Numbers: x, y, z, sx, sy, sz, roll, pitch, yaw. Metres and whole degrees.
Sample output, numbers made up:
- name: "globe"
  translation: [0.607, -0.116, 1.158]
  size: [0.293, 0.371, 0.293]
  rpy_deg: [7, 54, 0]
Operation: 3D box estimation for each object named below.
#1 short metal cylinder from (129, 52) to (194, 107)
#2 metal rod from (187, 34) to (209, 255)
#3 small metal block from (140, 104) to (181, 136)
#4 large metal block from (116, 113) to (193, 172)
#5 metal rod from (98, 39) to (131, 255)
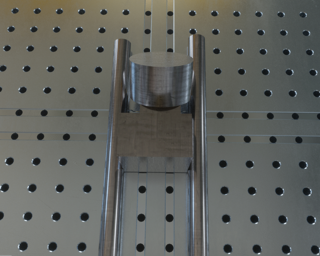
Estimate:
- name: "short metal cylinder"
  translation: [0.001, -0.065, 0.399]
  size: [0.081, 0.050, 0.080]
  rpy_deg: [1, 26, 0]
- name: "metal rod"
  translation: [0.049, 0.009, 0.409]
  size: [0.025, 0.025, 0.299]
  rpy_deg: [2, 70, 0]
- name: "small metal block"
  translation: [0.000, -0.009, 0.402]
  size: [0.050, 0.050, 0.025]
  rpy_deg: [1, 70, 0]
- name: "large metal block"
  translation: [-0.005, 0.020, 0.372]
  size: [0.081, 0.080, 0.050]
  rpy_deg: [1, 70, 0]
- name: "metal rod"
  translation: [-0.057, 0.016, 0.405]
  size: [0.025, 0.025, 0.299]
  rpy_deg: [1, 70, 0]
